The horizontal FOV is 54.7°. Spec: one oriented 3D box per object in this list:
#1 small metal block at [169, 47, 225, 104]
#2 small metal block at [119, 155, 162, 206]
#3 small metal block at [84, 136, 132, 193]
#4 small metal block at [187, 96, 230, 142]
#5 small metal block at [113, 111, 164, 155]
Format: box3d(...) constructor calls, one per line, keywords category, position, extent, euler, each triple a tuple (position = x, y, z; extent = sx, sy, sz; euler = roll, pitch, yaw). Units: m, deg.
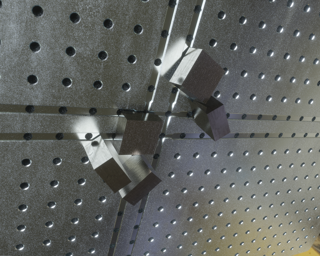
box3d(category="small metal block", position=(0.048, -0.066, 0.392), extent=(0.050, 0.025, 0.050), euler=(31, 88, -38))
box3d(category="small metal block", position=(-0.033, 0.068, 0.420), extent=(0.050, 0.050, 0.025), euler=(-42, 130, 0))
box3d(category="small metal block", position=(-0.066, 0.045, 0.388), extent=(0.025, 0.050, 0.050), euler=(-34, 129, -6))
box3d(category="small metal block", position=(0.067, -0.018, 0.423), extent=(0.025, 0.050, 0.050), euler=(-31, 129, -9))
box3d(category="small metal block", position=(-0.029, 0.007, 0.401), extent=(0.050, 0.025, 0.050), euler=(2, 118, -30))
